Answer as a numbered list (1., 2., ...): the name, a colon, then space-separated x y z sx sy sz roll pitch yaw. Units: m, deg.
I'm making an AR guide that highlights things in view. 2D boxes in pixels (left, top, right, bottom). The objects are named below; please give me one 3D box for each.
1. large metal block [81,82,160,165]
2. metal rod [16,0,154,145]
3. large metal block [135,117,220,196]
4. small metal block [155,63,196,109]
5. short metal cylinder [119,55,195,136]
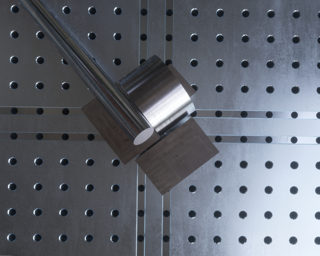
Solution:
1. large metal block: -0.044 -0.005 0.386 0.050 0.080 0.080 -38 90 0
2. metal rod: -0.109 -0.097 0.360 0.025 0.025 0.300 -41 69 0
3. large metal block: 0.019 0.031 0.384 0.080 0.080 0.050 -37 90 0
4. small metal block: 0.012 -0.049 0.414 0.050 0.025 0.050 -42 91 0
5. short metal cylinder: -0.003 -0.037 0.360 0.050 0.080 0.080 -37 90 0
